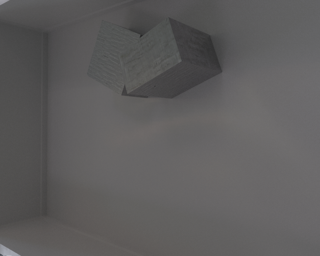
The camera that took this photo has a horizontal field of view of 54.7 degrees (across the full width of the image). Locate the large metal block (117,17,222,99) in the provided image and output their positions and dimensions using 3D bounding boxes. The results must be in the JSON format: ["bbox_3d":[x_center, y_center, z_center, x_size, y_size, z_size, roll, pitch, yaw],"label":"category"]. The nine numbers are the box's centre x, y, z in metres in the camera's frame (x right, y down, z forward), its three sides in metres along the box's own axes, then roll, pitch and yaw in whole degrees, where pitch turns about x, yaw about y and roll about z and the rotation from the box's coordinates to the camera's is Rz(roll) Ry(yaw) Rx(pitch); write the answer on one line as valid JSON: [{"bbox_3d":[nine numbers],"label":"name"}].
[{"bbox_3d":[0.012,-0.075,0.361,0.080,0.081,0.050,-25,75,37],"label":"large metal block"}]

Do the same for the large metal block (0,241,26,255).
[{"bbox_3d":[-0.333,0.294,0.649,0.050,0.081,0.080,0,90,40],"label":"large metal block"}]

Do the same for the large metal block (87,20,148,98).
[{"bbox_3d":[-0.048,-0.095,0.431,0.080,0.050,0.079,32,110,35],"label":"large metal block"}]
